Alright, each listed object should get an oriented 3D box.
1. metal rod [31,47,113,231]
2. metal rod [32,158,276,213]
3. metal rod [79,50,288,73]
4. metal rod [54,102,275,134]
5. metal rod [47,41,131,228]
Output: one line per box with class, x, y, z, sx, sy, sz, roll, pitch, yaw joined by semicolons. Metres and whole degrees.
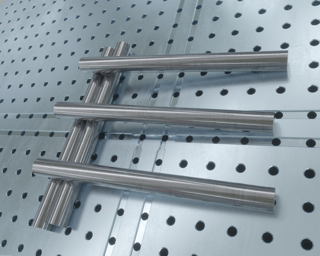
metal rod;-0.121;0.001;0.468;0.025;0.025;0.300;1;62;28
metal rod;-0.025;0.062;0.363;0.301;0.025;0.025;4;64;22
metal rod;0.017;-0.091;0.435;0.301;0.025;0.025;4;63;22
metal rod;-0.011;-0.016;0.403;0.301;0.025;0.025;4;64;23
metal rod;-0.097;-0.006;0.460;0.025;0.025;0.300;1;62;28
